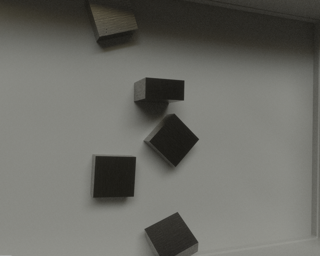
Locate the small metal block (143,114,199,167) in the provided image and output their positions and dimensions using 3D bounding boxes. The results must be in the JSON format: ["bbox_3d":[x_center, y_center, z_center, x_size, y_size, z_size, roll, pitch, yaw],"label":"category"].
[{"bbox_3d":[0.015,0.016,0.417,0.050,0.025,0.050,45,76,-15],"label":"small metal block"}]

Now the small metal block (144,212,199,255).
[{"bbox_3d":[0.014,0.146,0.401,0.050,0.050,0.025,-22,136,-19],"label":"small metal block"}]

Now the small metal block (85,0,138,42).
[{"bbox_3d":[-0.061,-0.141,0.388,0.050,0.025,0.050,-19,97,-19],"label":"small metal block"}]

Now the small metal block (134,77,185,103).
[{"bbox_3d":[-0.002,-0.047,0.397,0.050,0.050,0.025,1,90,-20],"label":"small metal block"}]

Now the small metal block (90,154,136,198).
[{"bbox_3d":[-0.059,0.060,0.390,0.050,0.025,0.050,4,89,-20],"label":"small metal block"}]
